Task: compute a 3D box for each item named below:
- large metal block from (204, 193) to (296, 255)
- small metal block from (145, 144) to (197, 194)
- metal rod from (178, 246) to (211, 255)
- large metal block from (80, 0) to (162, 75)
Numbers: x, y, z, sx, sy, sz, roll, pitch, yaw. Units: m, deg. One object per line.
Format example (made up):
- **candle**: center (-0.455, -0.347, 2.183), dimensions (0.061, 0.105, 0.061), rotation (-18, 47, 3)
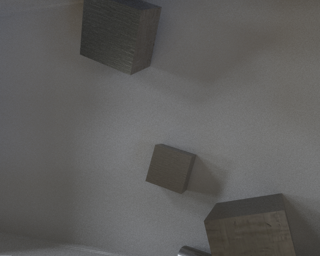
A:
- **large metal block**: center (0.101, 0.112, 0.345), dimensions (0.080, 0.080, 0.050), rotation (-14, 86, 19)
- **small metal block**: center (0.015, 0.052, 0.405), dimensions (0.050, 0.025, 0.050), rotation (17, 96, 18)
- **metal rod**: center (0.134, 0.162, 0.292), dimensions (0.300, 0.025, 0.025), rotation (-2, 90, 47)
- **large metal block**: center (-0.052, -0.125, 0.399), dimensions (0.080, 0.050, 0.079), rotation (25, 123, 18)
